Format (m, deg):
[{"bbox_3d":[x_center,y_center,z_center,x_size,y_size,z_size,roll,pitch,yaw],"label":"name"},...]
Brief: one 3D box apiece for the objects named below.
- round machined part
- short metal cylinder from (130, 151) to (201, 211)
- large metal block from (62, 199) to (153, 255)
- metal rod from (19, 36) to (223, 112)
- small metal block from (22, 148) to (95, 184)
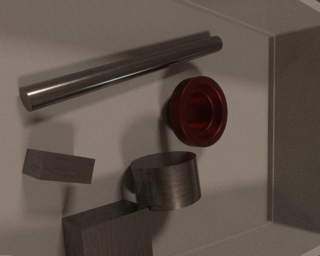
[{"bbox_3d":[0.048,-0.022,0.439,0.099,0.042,0.097,0,90,-40],"label":"round machined part"},{"bbox_3d":[0.007,0.062,0.379,0.081,0.080,0.050,-14,99,-40],"label":"short metal cylinder"},{"bbox_3d":[-0.056,0.133,0.344,0.081,0.050,0.079,-8,95,-39],"label":"large metal block"},{"bbox_3d":[-0.021,-0.079,0.390,0.302,0.025,0.025,-26,106,-37],"label":"metal rod"},{"bbox_3d":[-0.101,0.038,0.307,0.050,0.050,0.025,15,81,-40],"label":"small metal block"}]
